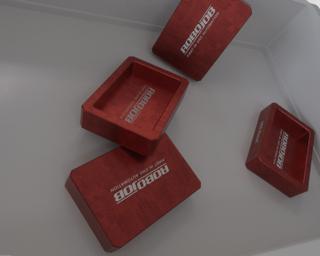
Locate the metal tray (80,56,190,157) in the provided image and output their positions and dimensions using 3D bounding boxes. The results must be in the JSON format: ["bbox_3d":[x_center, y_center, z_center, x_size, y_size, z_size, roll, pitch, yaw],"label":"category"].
[{"bbox_3d":[-0.026,-0.033,0.383,0.090,0.030,0.130,24,44,5],"label":"metal tray"}]

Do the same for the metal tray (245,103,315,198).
[{"bbox_3d":[0.192,0.031,0.486,0.090,0.030,0.130,34,51,-6],"label":"metal tray"}]

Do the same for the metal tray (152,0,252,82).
[{"bbox_3d":[0.059,-0.144,0.456,0.090,0.129,0.030,32,32,-8],"label":"metal tray"}]

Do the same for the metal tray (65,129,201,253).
[{"bbox_3d":[-0.026,0.063,0.350,0.131,0.030,0.090,-27,77,-37],"label":"metal tray"}]
